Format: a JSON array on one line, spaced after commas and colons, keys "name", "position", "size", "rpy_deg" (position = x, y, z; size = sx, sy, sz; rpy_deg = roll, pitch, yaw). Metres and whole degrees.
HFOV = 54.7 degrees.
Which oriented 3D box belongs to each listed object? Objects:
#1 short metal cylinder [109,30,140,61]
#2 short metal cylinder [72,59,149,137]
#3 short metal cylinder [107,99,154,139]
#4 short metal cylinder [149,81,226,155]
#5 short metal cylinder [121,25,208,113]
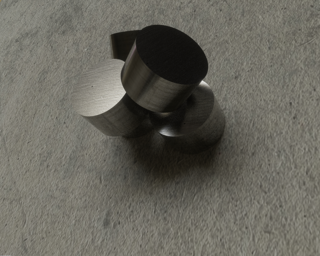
[{"name": "short metal cylinder", "position": [-0.029, -0.108, 0.442], "size": [0.080, 0.080, 0.050], "rpy_deg": [0, 101, 28]}, {"name": "short metal cylinder", "position": [-0.058, -0.036, 0.375], "size": [0.080, 0.050, 0.080], "rpy_deg": [-13, 56, 20]}, {"name": "short metal cylinder", "position": [-0.041, -0.032, 0.429], "size": [0.080, 0.050, 0.080], "rpy_deg": [-13, 56, 20]}, {"name": "short metal cylinder", "position": [0.034, -0.014, 0.378], "size": [0.080, 0.050, 0.080], "rpy_deg": [-13, 56, 20]}, {"name": "short metal cylinder", "position": [0.004, -0.063, 0.332], "size": [0.050, 0.081, 0.080], "rpy_deg": [127, 147, -50]}]
